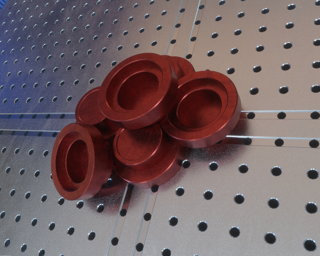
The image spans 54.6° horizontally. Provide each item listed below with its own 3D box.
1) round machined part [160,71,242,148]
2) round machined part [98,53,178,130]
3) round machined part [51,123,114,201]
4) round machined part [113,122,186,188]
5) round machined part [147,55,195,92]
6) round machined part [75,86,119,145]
[{"bbox_3d":[0.051,-0.019,0.382,0.098,0.042,0.098,-13,56,21],"label":"round machined part"},{"bbox_3d":[-0.023,-0.041,0.380,0.098,0.042,0.098,-13,56,21],"label":"round machined part"},{"bbox_3d":[-0.099,0.044,0.407,0.098,0.042,0.098,-6,80,41],"label":"round machined part"},{"bbox_3d":[-0.020,0.023,0.394,0.098,0.042,0.098,-13,56,21],"label":"round machined part"},{"bbox_3d":[0.002,-0.063,0.436,0.098,0.042,0.098,-13,56,21],"label":"round machined part"},{"bbox_3d":[-0.085,-0.023,0.457,0.098,0.042,0.098,-13,56,21],"label":"round machined part"}]
